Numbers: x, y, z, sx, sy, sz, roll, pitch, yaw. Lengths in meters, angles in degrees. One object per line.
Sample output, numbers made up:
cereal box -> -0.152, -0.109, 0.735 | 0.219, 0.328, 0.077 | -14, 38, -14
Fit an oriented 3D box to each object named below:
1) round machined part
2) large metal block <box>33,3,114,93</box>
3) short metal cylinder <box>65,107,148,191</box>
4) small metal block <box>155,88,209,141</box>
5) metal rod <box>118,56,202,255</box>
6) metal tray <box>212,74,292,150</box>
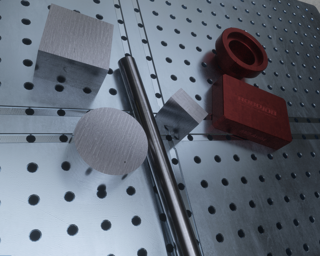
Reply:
round machined part -> 0.140, -0.128, 0.553 | 0.099, 0.042, 0.098 | 14, 56, -21
large metal block -> -0.108, -0.100, 0.396 | 0.081, 0.050, 0.080 | 13, 56, -21
short metal cylinder -> -0.060, 0.024, 0.346 | 0.081, 0.050, 0.080 | 14, 56, -21
small metal block -> 0.028, -0.018, 0.420 | 0.050, 0.050, 0.025 | 44, 51, 2
metal rod -> -0.003, 0.037, 0.385 | 0.025, 0.025, 0.299 | -5, 64, -31
metal tray -> 0.149, -0.026, 0.503 | 0.131, 0.030, 0.090 | 18, 54, -18
